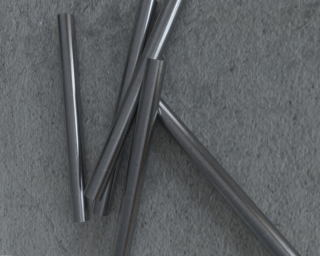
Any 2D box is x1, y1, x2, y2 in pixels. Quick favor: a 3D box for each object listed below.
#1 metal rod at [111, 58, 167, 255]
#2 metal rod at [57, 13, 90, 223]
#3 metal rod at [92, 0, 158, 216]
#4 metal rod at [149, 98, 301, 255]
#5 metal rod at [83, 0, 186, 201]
[{"bbox_3d":[-0.032,0.061,0.402,0.025,0.025,0.298,15,101,19],"label":"metal rod"},{"bbox_3d":[-0.126,-0.015,0.451,0.025,0.025,0.298,-5,88,19],"label":"metal rod"},{"bbox_3d":[-0.049,-0.025,0.425,0.025,0.025,0.298,15,95,19],"label":"metal rod"},{"bbox_3d":[0.082,0.072,0.379,0.025,0.025,0.300,-44,77,14],"label":"metal rod"},{"bbox_3d":[-0.029,-0.048,0.400,0.025,0.025,0.299,23,91,18],"label":"metal rod"}]
